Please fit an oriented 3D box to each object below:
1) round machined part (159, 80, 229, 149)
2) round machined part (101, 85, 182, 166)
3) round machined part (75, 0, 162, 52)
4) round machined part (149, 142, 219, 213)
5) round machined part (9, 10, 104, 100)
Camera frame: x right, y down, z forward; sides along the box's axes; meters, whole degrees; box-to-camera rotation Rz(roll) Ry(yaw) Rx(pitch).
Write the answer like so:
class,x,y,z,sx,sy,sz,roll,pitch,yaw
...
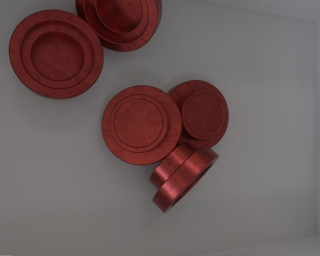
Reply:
class,x,y,z,sx,sy,sz,roll,pitch,yaw
round machined part,0.052,-0.017,0.420,0.099,0.042,0.097,0,90,-20
round machined part,-0.023,-0.004,0.373,0.099,0.042,0.097,0,85,5
round machined part,-0.045,-0.144,0.366,0.098,0.098,0.042,41,37,-16
round machined part,0.025,0.056,0.388,0.098,0.098,0.042,-42,74,-15
round machined part,-0.118,-0.081,0.358,0.099,0.042,0.097,0,90,-20
